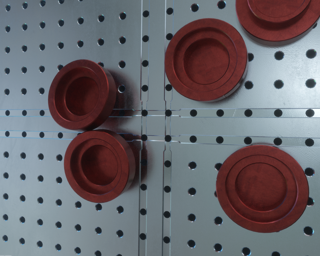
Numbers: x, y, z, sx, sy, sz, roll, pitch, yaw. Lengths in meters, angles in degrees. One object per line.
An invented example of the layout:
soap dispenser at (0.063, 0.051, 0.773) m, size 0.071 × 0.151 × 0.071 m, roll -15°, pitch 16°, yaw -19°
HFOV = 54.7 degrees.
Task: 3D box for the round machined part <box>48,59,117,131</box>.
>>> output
round machined part at (-0.103, -0.043, 0.433) m, size 0.098 × 0.042 × 0.097 m, roll -4°, pitch 80°, yaw 22°

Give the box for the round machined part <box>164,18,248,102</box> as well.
round machined part at (0.059, -0.080, 0.382) m, size 0.098 × 0.042 × 0.097 m, roll 0°, pitch 90°, yaw 19°

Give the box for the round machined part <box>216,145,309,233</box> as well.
round machined part at (0.118, 0.067, 0.362) m, size 0.098 × 0.042 × 0.097 m, roll 0°, pitch 90°, yaw 19°

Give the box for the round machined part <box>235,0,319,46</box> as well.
round machined part at (0.137, -0.148, 0.355) m, size 0.098 × 0.042 × 0.097 m, roll 0°, pitch 90°, yaw 19°

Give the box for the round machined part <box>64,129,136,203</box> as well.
round machined part at (-0.079, 0.050, 0.428) m, size 0.098 × 0.042 × 0.097 m, roll 1°, pitch 94°, yaw 18°
